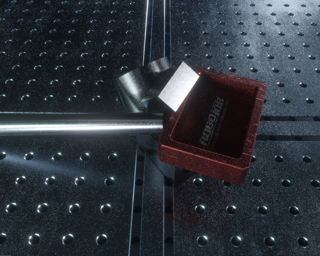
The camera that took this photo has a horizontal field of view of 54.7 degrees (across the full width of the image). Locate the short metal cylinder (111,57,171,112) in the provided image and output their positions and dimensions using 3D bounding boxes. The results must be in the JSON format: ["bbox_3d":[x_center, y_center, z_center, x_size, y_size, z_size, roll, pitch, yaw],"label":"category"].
[{"bbox_3d":[-0.017,-0.054,0.409,0.081,0.080,0.050,-28,99,-22],"label":"short metal cylinder"}]

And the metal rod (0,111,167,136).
[{"bbox_3d":[-0.141,-0.003,0.370,0.301,0.025,0.025,-1,49,13],"label":"metal rod"}]

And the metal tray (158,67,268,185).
[{"bbox_3d":[0.062,-0.009,0.344,0.090,0.030,0.130,16,51,13],"label":"metal tray"}]

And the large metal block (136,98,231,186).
[{"bbox_3d":[0.026,0.010,0.381,0.081,0.050,0.080,-28,56,-22],"label":"large metal block"}]

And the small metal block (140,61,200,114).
[{"bbox_3d":[0.010,-0.043,0.350,0.025,0.050,0.050,40,72,-18],"label":"small metal block"}]
